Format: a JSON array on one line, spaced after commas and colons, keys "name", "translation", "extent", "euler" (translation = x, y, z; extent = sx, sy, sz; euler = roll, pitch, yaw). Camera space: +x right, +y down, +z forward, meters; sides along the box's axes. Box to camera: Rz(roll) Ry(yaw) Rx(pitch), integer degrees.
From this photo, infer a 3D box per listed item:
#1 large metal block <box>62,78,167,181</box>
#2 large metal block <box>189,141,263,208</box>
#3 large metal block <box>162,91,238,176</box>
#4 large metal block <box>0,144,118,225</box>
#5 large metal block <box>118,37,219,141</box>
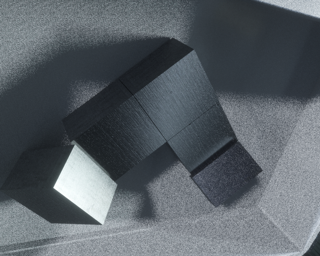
[{"name": "large metal block", "translation": [-0.052, 0.004, 0.364], "extent": [0.080, 0.050, 0.080], "euler": [-38, 129, -3]}, {"name": "large metal block", "translation": [0.092, 0.067, 0.454], "extent": [0.080, 0.050, 0.080], "euler": [-38, 173, -3]}, {"name": "large metal block", "translation": [0.048, 0.005, 0.419], "extent": [0.080, 0.050, 0.080], "euler": [-38, 129, -3]}, {"name": "large metal block", "translation": [-0.109, 0.066, 0.343], "extent": [0.080, 0.050, 0.080], "euler": [-8, 137, 29]}, {"name": "large metal block", "translation": [0.012, -0.045, 0.368], "extent": [0.080, 0.050, 0.080], "euler": [-38, 129, -3]}]
